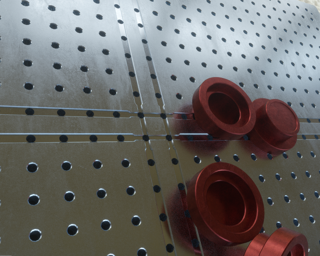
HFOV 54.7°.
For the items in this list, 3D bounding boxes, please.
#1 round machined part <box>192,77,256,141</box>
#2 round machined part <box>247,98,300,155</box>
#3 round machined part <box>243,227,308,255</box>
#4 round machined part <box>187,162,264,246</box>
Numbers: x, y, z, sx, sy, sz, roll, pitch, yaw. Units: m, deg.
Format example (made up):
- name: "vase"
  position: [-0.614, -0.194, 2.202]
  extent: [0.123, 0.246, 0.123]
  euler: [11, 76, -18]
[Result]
- name: "round machined part"
  position: [0.091, -0.025, 0.463]
  extent: [0.099, 0.042, 0.098]
  euler: [14, 56, -21]
- name: "round machined part"
  position: [0.187, -0.009, 0.506]
  extent: [0.099, 0.042, 0.098]
  euler: [14, 56, -21]
- name: "round machined part"
  position: [0.126, 0.159, 0.349]
  extent: [0.099, 0.042, 0.097]
  euler: [-12, 108, -43]
- name: "round machined part"
  position: [0.076, 0.095, 0.382]
  extent: [0.099, 0.042, 0.098]
  euler: [14, 56, -21]
